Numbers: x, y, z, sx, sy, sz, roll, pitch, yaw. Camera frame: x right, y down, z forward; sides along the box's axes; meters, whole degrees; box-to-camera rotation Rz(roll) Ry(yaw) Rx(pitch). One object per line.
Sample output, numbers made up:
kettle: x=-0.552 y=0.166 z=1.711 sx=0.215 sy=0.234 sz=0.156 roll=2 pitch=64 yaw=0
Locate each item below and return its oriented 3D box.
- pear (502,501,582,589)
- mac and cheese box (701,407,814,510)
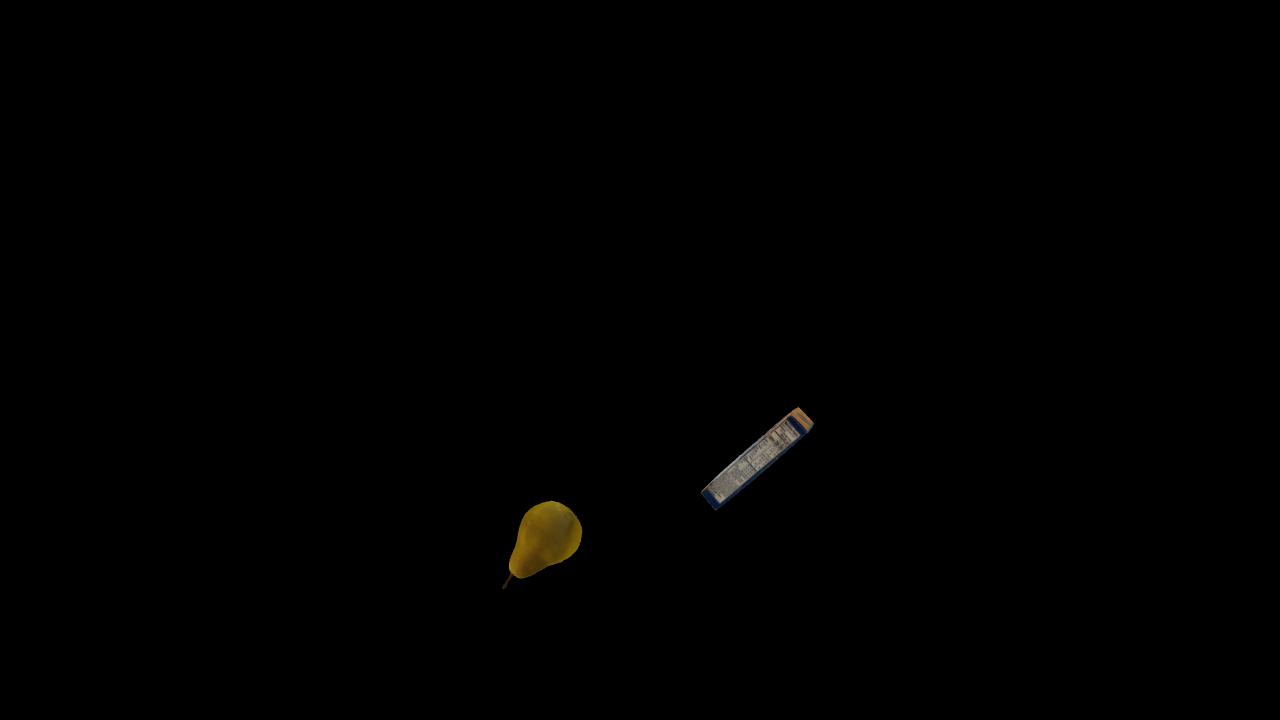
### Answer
pear: x=-0.123 y=0.221 z=0.727 sx=0.080 sy=0.080 sz=0.111 roll=0 pitch=37 yaw=49
mac and cheese box: x=0.178 y=0.148 z=0.929 sx=0.184 sy=0.041 sz=0.093 roll=-45 pitch=-14 yaw=16
